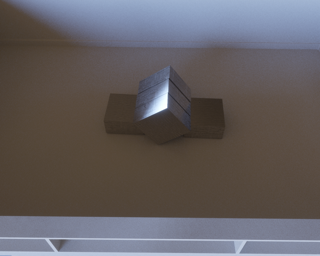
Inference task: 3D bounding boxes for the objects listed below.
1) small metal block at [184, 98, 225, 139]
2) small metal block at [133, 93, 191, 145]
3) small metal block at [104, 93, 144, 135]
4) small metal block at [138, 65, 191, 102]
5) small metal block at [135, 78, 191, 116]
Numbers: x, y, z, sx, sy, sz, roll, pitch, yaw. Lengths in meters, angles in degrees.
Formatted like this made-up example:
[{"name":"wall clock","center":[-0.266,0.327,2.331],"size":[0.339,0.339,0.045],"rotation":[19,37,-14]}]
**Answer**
[{"name":"small metal block","center":[0.058,-0.014,0.416],"size":[0.050,0.025,0.050],"rotation":[2,50,1]},{"name":"small metal block","center":[0.003,-0.010,0.382],"size":[0.050,0.050,0.025],"rotation":[-24,43,28]},{"name":"small metal block","center":[-0.045,-0.019,0.419],"size":[0.050,0.025,0.050],"rotation":[3,50,2]},{"name":"small metal block","center":[0.007,-0.049,0.414],"size":[0.050,0.050,0.025],"rotation":[-23,43,28]},{"name":"small metal block","center":[0.005,-0.029,0.398],"size":[0.050,0.050,0.025],"rotation":[-24,43,28]}]
